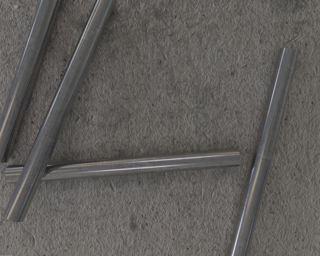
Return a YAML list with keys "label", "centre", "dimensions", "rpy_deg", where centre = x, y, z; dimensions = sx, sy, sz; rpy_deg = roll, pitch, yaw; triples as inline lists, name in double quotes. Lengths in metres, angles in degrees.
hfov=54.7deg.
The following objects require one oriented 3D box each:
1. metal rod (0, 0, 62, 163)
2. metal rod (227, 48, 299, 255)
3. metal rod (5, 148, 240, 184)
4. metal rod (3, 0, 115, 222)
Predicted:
- label: "metal rod"
  centre: [-0.167, -0.100, 0.408]
  dimensions: [0.025, 0.025, 0.299]
  rpy_deg: [18, 90, 0]
- label: "metal rod"
  centre: [0.135, 0.043, 0.410]
  dimensions: [0.025, 0.025, 0.298]
  rpy_deg: [14, 90, 0]
- label: "metal rod"
  centre: [-0.047, 0.050, 0.409]
  dimensions: [0.302, 0.025, 0.025]
  rpy_deg: [-4, 90, 0]
- label: "metal rod"
  centre: [-0.125, -0.029, 0.392]
  dimensions: [0.025, 0.025, 0.299]
  rpy_deg: [21, 84, 0]
